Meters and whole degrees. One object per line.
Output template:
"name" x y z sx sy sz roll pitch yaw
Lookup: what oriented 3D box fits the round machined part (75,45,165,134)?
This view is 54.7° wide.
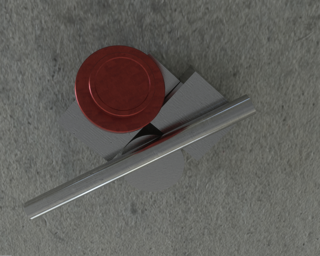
"round machined part" -0.042 -0.043 0.338 0.099 0.042 0.097 1 84 -12

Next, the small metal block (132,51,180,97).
"small metal block" -0.011 -0.060 0.388 0.050 0.025 0.050 41 105 -14

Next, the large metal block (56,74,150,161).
"large metal block" -0.066 -0.018 0.389 0.080 0.050 0.080 40 105 -14

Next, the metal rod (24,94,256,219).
"metal rod" -0.031 0.039 0.371 0.301 0.025 0.025 -26 108 9

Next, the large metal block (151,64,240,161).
"large metal block" 0.043 -0.020 0.391 0.080 0.050 0.080 40 105 -14

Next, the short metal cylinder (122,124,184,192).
"short metal cylinder" -0.010 0.037 0.410 0.081 0.050 0.079 0 110 -1
